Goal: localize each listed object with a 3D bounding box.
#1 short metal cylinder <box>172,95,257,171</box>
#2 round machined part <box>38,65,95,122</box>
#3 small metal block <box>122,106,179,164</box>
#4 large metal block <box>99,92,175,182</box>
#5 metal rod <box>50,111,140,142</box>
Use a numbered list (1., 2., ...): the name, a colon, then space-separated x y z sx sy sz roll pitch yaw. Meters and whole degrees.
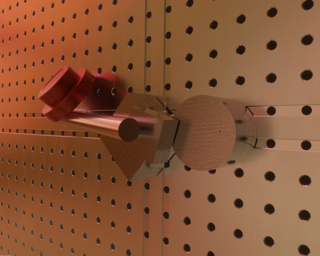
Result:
1. short metal cylinder: 0.058 0.005 0.343 0.080 0.050 0.079 0 90 39
2. round machined part: -0.152 -0.060 0.485 0.098 0.042 0.098 -33 31 23
3. small metal block: -0.012 0.007 0.349 0.050 0.025 0.050 24 105 37
4. large metal block: -0.024 0.011 0.408 0.080 0.050 0.080 51 120 27
5. metal rod: -0.114 -0.012 0.444 0.300 0.025 0.025 10 96 56
